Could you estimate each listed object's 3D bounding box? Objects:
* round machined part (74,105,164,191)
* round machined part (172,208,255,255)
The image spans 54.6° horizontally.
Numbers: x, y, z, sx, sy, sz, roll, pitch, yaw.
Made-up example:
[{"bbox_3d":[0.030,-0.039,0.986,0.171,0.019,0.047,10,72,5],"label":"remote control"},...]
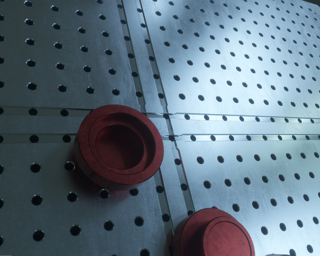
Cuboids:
[{"bbox_3d":[-0.049,0.025,0.355,0.099,0.042,0.098,13,56,-21],"label":"round machined part"},{"bbox_3d":[0.066,0.138,0.348,0.099,0.042,0.098,13,56,-21],"label":"round machined part"}]
